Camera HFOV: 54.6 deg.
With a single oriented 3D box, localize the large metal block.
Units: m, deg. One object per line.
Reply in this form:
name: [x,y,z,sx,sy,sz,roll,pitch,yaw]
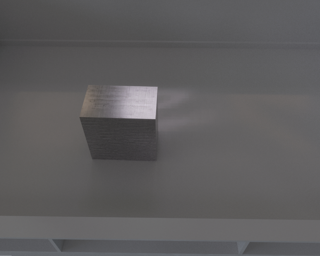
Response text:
large metal block: [-0.044,-0.004,0.373,0.080,0.080,0.050,2,50,1]
